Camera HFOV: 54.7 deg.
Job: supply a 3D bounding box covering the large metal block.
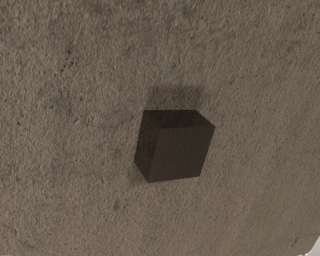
[{"bbox_3d":[0.017,0.022,0.416,0.081,0.050,0.079,-2,120,-28],"label":"large metal block"}]
